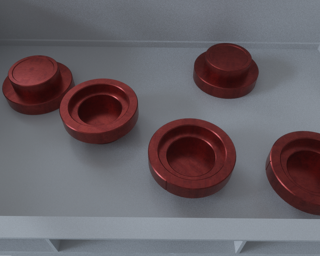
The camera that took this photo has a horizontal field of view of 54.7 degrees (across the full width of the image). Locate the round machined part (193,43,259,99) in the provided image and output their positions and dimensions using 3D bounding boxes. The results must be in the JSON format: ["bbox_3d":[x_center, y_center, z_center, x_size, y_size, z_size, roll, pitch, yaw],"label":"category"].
[{"bbox_3d":[0.102,-0.093,0.474,0.099,0.042,0.098,0,50,0],"label":"round machined part"}]

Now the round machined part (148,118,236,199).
[{"bbox_3d":[0.036,0.038,0.362,0.099,0.042,0.098,0,50,0],"label":"round machined part"}]

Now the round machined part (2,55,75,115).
[{"bbox_3d":[-0.178,-0.069,0.449,0.099,0.042,0.098,0,50,0],"label":"round machined part"}]

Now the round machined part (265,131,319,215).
[{"bbox_3d":[0.169,0.054,0.351,0.099,0.042,0.098,0,50,0],"label":"round machined part"}]

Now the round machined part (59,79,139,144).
[{"bbox_3d":[-0.077,-0.018,0.408,0.099,0.042,0.098,0,50,0],"label":"round machined part"}]
